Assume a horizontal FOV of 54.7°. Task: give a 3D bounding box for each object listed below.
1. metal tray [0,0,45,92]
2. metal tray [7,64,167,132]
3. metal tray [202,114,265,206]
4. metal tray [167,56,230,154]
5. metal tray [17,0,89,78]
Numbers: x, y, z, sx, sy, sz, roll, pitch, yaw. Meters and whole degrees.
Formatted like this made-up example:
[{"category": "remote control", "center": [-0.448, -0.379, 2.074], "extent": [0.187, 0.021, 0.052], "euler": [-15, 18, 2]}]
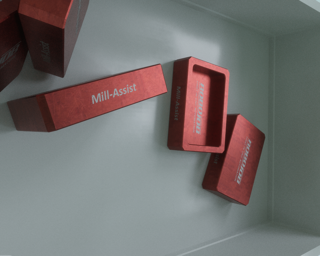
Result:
[{"category": "metal tray", "center": [-0.133, -0.047, 0.216], "extent": [0.030, 0.089, 0.130], "euler": [30, 38, -13]}, {"category": "metal tray", "center": [-0.069, -0.031, 0.307], "extent": [0.131, 0.090, 0.030], "euler": [-23, 105, -38]}, {"category": "metal tray", "center": [0.125, 0.052, 0.511], "extent": [0.090, 0.030, 0.130], "euler": [31, 70, -36]}, {"category": "metal tray", "center": [0.059, -0.030, 0.454], "extent": [0.091, 0.030, 0.129], "euler": [8, 85, -40]}, {"category": "metal tray", "center": [-0.084, -0.105, 0.268], "extent": [0.030, 0.130, 0.090], "euler": [18, 78, -15]}]
